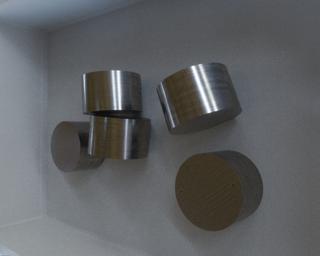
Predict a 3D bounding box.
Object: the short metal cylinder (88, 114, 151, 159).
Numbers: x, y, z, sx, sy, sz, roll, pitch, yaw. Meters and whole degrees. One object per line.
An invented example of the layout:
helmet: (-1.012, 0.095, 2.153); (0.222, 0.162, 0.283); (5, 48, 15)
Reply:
short metal cylinder: (-0.054, 0.010, 0.416); (0.080, 0.081, 0.050); (8, 96, 39)

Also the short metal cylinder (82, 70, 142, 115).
short metal cylinder: (-0.066, -0.045, 0.425); (0.080, 0.081, 0.050); (-5, 87, 40)

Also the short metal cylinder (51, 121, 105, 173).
short metal cylinder: (-0.131, 0.029, 0.499); (0.080, 0.050, 0.080); (0, 90, 40)

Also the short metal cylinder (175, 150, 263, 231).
short metal cylinder: (0.064, 0.066, 0.338); (0.080, 0.050, 0.080); (0, 90, 40)

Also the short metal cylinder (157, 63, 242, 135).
short metal cylinder: (0.042, -0.029, 0.337); (0.080, 0.081, 0.050); (-26, 74, 37)
